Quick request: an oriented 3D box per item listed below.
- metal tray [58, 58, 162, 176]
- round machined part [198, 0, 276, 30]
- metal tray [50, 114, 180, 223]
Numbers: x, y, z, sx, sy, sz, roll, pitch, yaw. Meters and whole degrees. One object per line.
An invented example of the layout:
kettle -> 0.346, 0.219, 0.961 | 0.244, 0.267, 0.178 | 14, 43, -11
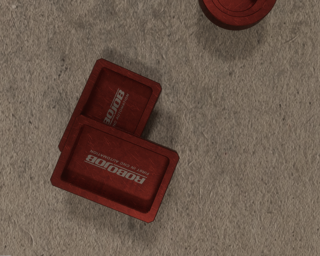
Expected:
metal tray -> -0.063, -0.014, 0.406 | 0.090, 0.030, 0.129 | 24, 90, -1
round machined part -> 0.098, -0.175, 0.403 | 0.099, 0.042, 0.097 | 0, 90, -1
metal tray -> -0.053, 0.048, 0.376 | 0.131, 0.030, 0.090 | 22, 90, -1
